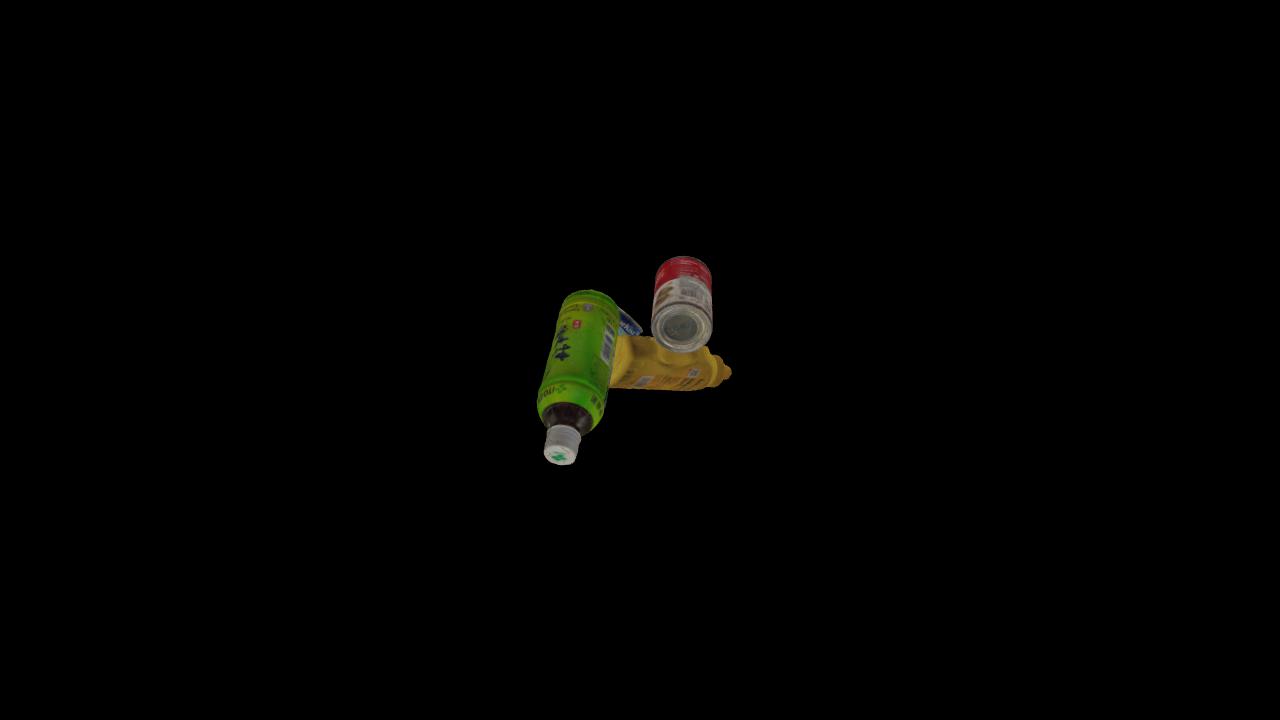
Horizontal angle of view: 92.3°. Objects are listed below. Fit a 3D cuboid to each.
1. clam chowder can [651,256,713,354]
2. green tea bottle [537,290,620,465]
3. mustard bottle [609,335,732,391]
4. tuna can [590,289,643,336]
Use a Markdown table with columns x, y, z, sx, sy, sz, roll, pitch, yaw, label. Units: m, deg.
| x | y | z | sx | sy | sz | roll | pitch | yaw | label |
| --- | --- | --- | --- | --- | --- | --- | --- | --- | --- |
| 0.048 | -0.063 | 0.689 | 0.068 | 0.068 | 0.102 | 0 | 38 | 5 | clam chowder can |
| -0.064 | 0.015 | 0.636 | 0.073 | 0.073 | 0.212 | 0 | 42 | 4 | green tea bottle |
| 0.040 | 0.009 | 0.761 | 0.184 | 0.054 | 0.092 | 6 | -33 | -33 | mustard bottle |
| -0.039 | -0.049 | 0.761 | 0.084 | 0.034 | 0.084 | 38 | -5 | 4 | tuna can |
